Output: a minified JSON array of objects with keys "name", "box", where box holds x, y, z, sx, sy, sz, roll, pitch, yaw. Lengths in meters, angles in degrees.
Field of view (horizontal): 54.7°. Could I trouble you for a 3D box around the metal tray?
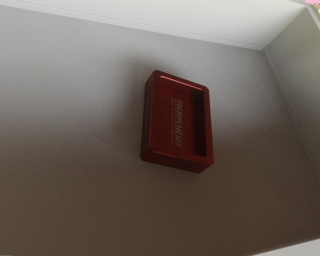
[{"name":"metal tray","box":[0.024,-0.010,0.423,0.091,0.030,0.130,15,55,-20]}]
